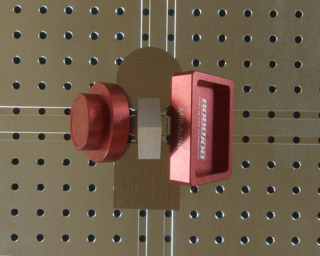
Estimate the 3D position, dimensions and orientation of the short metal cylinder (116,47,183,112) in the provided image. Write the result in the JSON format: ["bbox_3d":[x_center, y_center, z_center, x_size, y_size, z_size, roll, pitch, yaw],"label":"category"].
[{"bbox_3d":[-0.012,-0.059,0.400,0.081,0.050,0.080,0,90,0],"label":"short metal cylinder"}]

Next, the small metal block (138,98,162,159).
[{"bbox_3d":[-0.013,0.001,0.358,0.025,0.050,0.050,0,132,-3],"label":"small metal block"}]

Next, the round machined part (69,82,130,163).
[{"bbox_3d":[-0.078,-0.007,0.372,0.042,0.098,0.097,1,90,-33],"label":"round machined part"}]

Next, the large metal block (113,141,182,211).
[{"bbox_3d":[-0.015,0.059,0.400,0.081,0.050,0.080,2,90,0],"label":"large metal block"}]

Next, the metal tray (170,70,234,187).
[{"bbox_3d":[0.054,0.001,0.382,0.030,0.091,0.129,1,90,43],"label":"metal tray"}]
